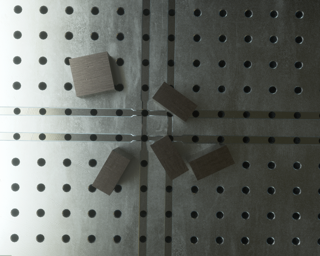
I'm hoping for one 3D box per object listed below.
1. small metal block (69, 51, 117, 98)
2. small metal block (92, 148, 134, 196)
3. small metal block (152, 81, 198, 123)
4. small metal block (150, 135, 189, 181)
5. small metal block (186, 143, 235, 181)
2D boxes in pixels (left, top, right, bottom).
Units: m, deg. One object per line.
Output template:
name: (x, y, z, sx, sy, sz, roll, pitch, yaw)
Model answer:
small metal block: (-0.088, -0.070, 0.413, 0.050, 0.025, 0.050, -12, 90, 0)
small metal block: (-0.059, 0.054, 0.401, 0.025, 0.050, 0.050, 30, 90, 0)
small metal block: (0.018, -0.032, 0.401, 0.050, 0.050, 0.025, 36, 90, 0)
small metal block: (0.012, 0.036, 0.401, 0.025, 0.050, 0.050, -31, 90, 0)
small metal block: (0.063, 0.042, 0.401, 0.050, 0.050, 0.025, -25, 90, 0)
